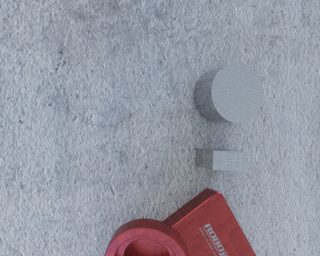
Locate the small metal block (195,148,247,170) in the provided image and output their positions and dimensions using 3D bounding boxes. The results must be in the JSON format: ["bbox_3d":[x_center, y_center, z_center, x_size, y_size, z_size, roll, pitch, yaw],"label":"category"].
[{"bbox_3d":[0.083,0.043,0.427,0.050,0.050,0.025,3,89,-20],"label":"small metal block"}]

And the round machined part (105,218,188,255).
[{"bbox_3d":[-0.014,0.154,0.381,0.099,0.042,0.097,2,105,6],"label":"round machined part"}]

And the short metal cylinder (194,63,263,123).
[{"bbox_3d":[0.094,-0.046,0.431,0.081,0.050,0.080,0,90,-20],"label":"short metal cylinder"}]

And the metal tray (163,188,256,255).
[{"bbox_3d":[0.072,0.163,0.434,0.090,0.030,0.130,-33,101,-17],"label":"metal tray"}]
